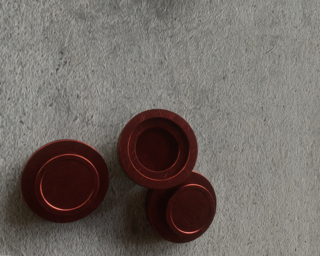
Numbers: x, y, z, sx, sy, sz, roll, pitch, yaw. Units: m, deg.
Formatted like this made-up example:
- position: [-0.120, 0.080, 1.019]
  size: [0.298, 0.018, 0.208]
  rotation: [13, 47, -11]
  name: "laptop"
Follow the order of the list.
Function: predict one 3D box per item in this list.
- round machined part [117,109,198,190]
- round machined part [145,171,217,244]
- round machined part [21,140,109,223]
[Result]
- position: [-0.005, 0.028, 0.392]
  size: [0.099, 0.042, 0.098]
  rotation: [2, 80, -14]
  name: "round machined part"
- position: [0.033, 0.105, 0.412]
  size: [0.099, 0.042, 0.097]
  rotation: [0, 90, -20]
  name: "round machined part"
- position: [-0.108, 0.062, 0.360]
  size: [0.099, 0.042, 0.097]
  rotation: [0, 90, -20]
  name: "round machined part"
